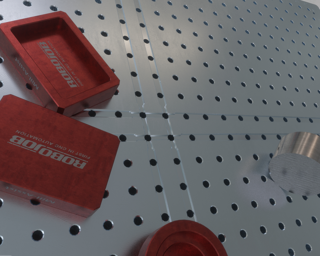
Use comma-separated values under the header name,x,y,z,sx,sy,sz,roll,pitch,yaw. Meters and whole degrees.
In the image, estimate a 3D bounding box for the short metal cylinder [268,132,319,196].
name,x,y,z,sx,sy,sz,roll,pitch,yaw
short metal cylinder,0.207,0.052,0.452,0.080,0.080,0.050,42,51,0

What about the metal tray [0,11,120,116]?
name,x,y,z,sx,sy,sz,roll,pitch,yaw
metal tray,-0.124,-0.082,0.387,0.091,0.030,0.130,-32,80,-38

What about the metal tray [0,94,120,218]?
name,x,y,z,sx,sy,sz,roll,pitch,yaw
metal tray,-0.117,0.029,0.324,0.131,0.030,0.090,23,53,-15

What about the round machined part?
name,x,y,z,sx,sy,sz,roll,pitch,yaw
round machined part,0.021,0.148,0.318,0.099,0.042,0.098,14,56,-21
